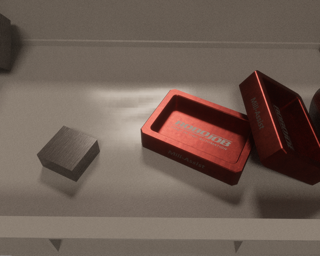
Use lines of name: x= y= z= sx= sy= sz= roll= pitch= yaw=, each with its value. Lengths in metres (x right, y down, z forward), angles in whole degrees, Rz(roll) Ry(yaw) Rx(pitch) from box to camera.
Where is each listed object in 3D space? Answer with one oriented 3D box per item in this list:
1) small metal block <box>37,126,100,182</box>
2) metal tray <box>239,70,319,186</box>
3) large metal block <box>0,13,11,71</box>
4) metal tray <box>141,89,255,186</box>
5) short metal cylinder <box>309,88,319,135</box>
small metal block: x=-0.110 y=0.030 z=0.378 sx=0.050 sy=0.025 sz=0.050 roll=21 pitch=53 yaw=16
metal tray: x=0.151 y=-0.003 z=0.377 sx=0.091 sy=0.030 sz=0.130 roll=21 pitch=45 yaw=-26
large metal block: x=-0.262 y=-0.130 z=0.453 sx=0.050 sy=0.080 sz=0.079 roll=1 pitch=92 yaw=-3
metal tray: x=0.053 y=0.007 z=0.396 sx=0.130 sy=0.030 sz=0.090 roll=23 pitch=53 yaw=17
short metal cylinder: x=0.228 y=-0.012 z=0.383 sx=0.050 sy=0.080 sz=0.080 roll=0 pitch=50 yaw=-1
